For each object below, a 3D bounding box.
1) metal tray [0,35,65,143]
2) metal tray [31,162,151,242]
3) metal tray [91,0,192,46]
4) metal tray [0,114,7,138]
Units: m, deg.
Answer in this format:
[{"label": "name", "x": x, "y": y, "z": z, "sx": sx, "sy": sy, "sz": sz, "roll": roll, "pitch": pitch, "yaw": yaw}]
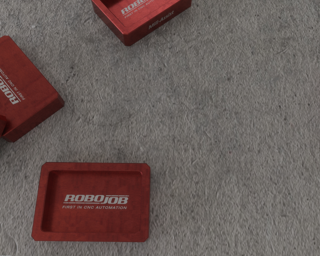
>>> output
[{"label": "metal tray", "x": -0.207, "y": -0.056, "z": 0.424, "sx": 0.090, "sy": 0.030, "sz": 0.130, "roll": -40, "pitch": 75, "yaw": -13}, {"label": "metal tray", "x": -0.078, "y": 0.089, "z": 0.372, "sx": 0.131, "sy": 0.030, "sz": 0.090, "roll": 1, "pitch": 70, "yaw": 0}, {"label": "metal tray", "x": -0.026, "y": -0.195, "z": 0.476, "sx": 0.131, "sy": 0.030, "sz": 0.090, "roll": -37, "pitch": 74, "yaw": -13}, {"label": "metal tray", "x": -0.266, "y": 0.006, "z": 0.382, "sx": 0.130, "sy": 0.030, "sz": 0.090, "roll": 19, "pitch": 85, "yaw": 14}]
